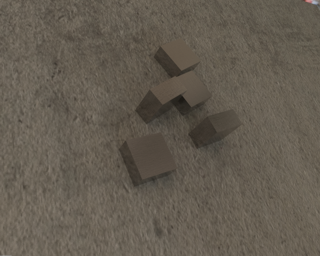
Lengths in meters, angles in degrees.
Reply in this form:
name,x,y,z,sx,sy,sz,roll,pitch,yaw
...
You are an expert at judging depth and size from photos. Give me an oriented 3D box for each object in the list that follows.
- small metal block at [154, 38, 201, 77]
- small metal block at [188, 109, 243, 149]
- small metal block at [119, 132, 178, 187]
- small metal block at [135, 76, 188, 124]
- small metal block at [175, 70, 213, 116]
name,x,y,z,sx,sy,sz,roll,pitch,yaw
small metal block,0.028,-0.109,0.487,0.050,0.025,0.050,-33,81,-38
small metal block,0.076,0.001,0.430,0.050,0.050,0.025,-16,70,-35
small metal block,-0.014,0.037,0.375,0.050,0.025,0.050,-12,68,-34
small metal block,0.001,-0.037,0.413,0.050,0.050,0.025,-34,81,-38
small metal block,0.041,-0.052,0.460,0.050,0.025,0.050,-29,78,-38
